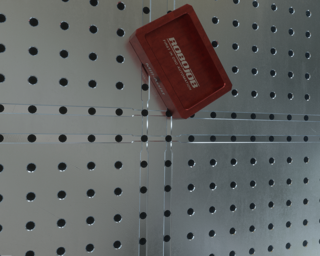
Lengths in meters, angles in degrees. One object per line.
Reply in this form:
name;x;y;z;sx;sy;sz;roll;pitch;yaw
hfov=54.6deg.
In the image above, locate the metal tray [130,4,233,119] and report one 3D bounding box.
metal tray;0.030;-0.088;0.420;0.090;0.030;0.130;-33;101;-17
